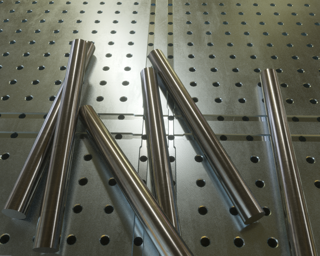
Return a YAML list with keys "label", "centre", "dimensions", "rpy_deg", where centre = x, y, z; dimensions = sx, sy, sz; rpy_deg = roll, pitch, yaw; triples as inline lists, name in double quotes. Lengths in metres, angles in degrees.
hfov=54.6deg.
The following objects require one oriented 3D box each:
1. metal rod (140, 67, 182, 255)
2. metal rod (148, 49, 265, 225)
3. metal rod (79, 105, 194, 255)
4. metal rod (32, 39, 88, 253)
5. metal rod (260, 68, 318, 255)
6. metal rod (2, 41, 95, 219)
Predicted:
- label: "metal rod"
  centre: [-0.002, 0.030, 0.382]
  dimensions: [0.025, 0.025, 0.300]
  rpy_deg: [-5, 50, -4]
- label: "metal rod"
  centre: [0.046, -0.012, 0.417]
  dimensions: [0.025, 0.025, 0.300]
  rpy_deg: [-16, 52, -13]
- label: "metal rod"
  centre: [-0.027, 0.065, 0.329]
  dimensions: [0.025, 0.025, 0.300]
  rpy_deg: [-24, 47, -19]
- label: "metal rod"
  centre: [-0.118, -0.003, 0.390]
  dimensions: [0.025, 0.025, 0.300]
  rpy_deg: [-1, 56, -1]
- label: "metal rod"
  centre: [0.152, 0.032, 0.381]
  dimensions: [0.025, 0.025, 0.300]
  rpy_deg: [4, 50, 3]
- label: "metal rod"
  centre: [-0.138, -0.022, 0.425]
  dimensions: [0.025, 0.025, 0.300]
  rpy_deg: [5, 50, 4]
